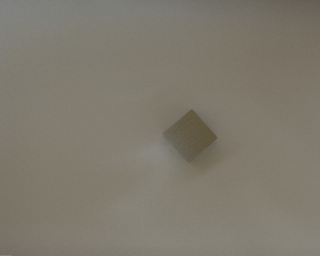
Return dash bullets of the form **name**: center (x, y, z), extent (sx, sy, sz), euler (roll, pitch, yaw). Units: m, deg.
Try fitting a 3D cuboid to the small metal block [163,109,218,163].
- **small metal block**: center (0.039, 0.010, 0.412), extent (0.050, 0.025, 0.050), euler (-41, 90, 0)
